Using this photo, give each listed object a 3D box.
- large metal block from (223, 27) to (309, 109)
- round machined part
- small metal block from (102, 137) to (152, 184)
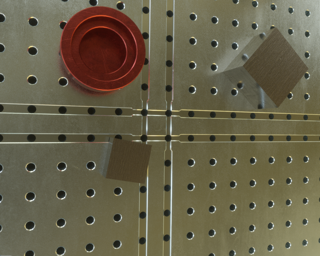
[{"bbox_3d":[0.155,-0.085,0.456,0.080,0.050,0.080,45,76,-15],"label":"large metal block"},{"bbox_3d":[-0.071,-0.092,0.377,0.099,0.042,0.097,0,90,-20],"label":"round machined part"},{"bbox_3d":[-0.042,0.041,0.397,0.050,0.025,0.050,12,86,-20],"label":"small metal block"}]
